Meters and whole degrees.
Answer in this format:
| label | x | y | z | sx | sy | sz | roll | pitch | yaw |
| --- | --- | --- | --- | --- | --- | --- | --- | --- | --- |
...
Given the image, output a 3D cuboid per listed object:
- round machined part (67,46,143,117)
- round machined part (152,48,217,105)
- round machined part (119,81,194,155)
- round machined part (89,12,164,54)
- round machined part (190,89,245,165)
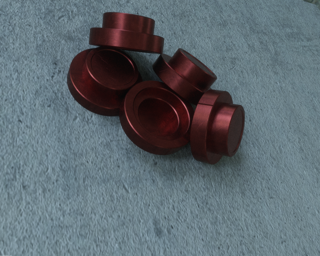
| label | x | y | z | sx | sy | sz | roll | pitch | yaw |
| --- | --- | --- | --- | --- | --- | --- | --- | --- | --- |
| round machined part | -0.067 | -0.067 | 0.402 | 0.099 | 0.042 | 0.098 | 14 | 56 | -21 |
| round machined part | 0.041 | -0.075 | 0.436 | 0.098 | 0.042 | 0.098 | 33 | 21 | -14 |
| round machined part | -0.006 | -0.009 | 0.398 | 0.099 | 0.042 | 0.098 | 14 | 56 | -21 |
| round machined part | -0.043 | -0.126 | 0.412 | 0.099 | 0.098 | 0.042 | 1 | 103 | -28 |
| round machined part | 0.080 | 0.000 | 0.404 | 0.042 | 0.097 | 0.098 | 12 | 44 | 29 |
